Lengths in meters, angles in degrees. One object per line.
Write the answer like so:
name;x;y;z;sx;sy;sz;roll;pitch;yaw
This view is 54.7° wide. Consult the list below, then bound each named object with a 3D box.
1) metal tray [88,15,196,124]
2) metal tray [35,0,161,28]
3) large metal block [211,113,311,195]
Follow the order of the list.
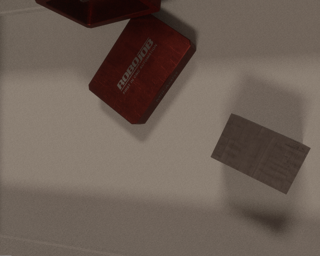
metal tray;-0.026;-0.080;0.416;0.090;0.030;0.129;39;102;15
metal tray;-0.075;-0.162;0.376;0.130;0.090;0.030;1;84;36
large metal block;0.110;0.024;0.342;0.080;0.080;0.050;26;99;17
